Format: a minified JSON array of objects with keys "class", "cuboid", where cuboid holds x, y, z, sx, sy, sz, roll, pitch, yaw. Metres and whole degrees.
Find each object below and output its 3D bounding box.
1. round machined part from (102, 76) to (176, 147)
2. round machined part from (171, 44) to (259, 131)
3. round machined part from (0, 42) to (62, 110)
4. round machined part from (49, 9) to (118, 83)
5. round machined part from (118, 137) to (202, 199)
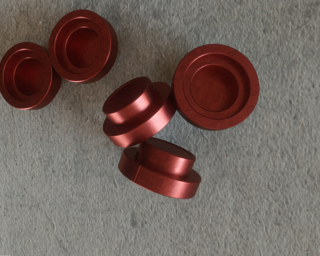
[{"class":"round machined part","cuboid":[-0.030,-0.026,0.378,0.098,0.098,0.042,-26,121,18]},{"class":"round machined part","cuboid":[0.061,-0.045,0.365,0.099,0.042,0.097,1,84,-6]},{"class":"round machined part","cuboid":[-0.189,-0.076,0.465,0.098,0.042,0.097,0,90,19]},{"class":"round machined part","cuboid":[-0.102,-0.111,0.435,0.098,0.042,0.097,0,90,19]},{"class":"round machined part","cuboid":[0.004,0.041,0.368,0.098,0.098,0.042,23,98,18]}]
